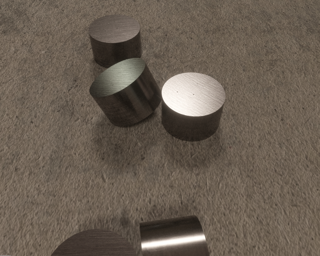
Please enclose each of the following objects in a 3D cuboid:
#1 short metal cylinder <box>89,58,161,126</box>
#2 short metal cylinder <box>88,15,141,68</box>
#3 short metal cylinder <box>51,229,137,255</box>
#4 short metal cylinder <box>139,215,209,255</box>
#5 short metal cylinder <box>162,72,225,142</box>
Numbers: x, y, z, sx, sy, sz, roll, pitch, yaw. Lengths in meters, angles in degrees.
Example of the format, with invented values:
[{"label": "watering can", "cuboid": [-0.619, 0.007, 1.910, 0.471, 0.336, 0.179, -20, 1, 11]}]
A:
[{"label": "short metal cylinder", "cuboid": [-0.044, -0.048, 0.407, 0.080, 0.050, 0.080, -19, 37, 15]}, {"label": "short metal cylinder", "cuboid": [-0.072, -0.141, 0.505, 0.081, 0.050, 0.080, 0, 50, 0]}, {"label": "short metal cylinder", "cuboid": [-0.056, 0.137, 0.271, 0.081, 0.050, 0.080, 0, 50, 0]}, {"label": "short metal cylinder", "cuboid": [0.012, 0.120, 0.267, 0.050, 0.080, 0.080, -6, 50, -6]}, {"label": "short metal cylinder", "cuboid": [0.042, -0.029, 0.412, 0.081, 0.050, 0.080, 1, 50, 0]}]
